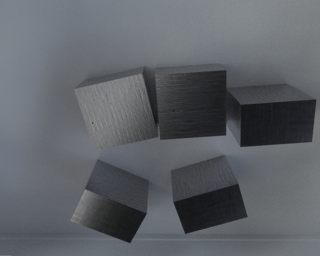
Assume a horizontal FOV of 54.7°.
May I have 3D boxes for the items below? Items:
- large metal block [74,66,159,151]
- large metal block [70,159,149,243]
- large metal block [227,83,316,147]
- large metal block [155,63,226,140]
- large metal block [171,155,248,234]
[{"bbox_3d":[-0.050,-0.025,0.388,0.080,0.050,0.079,-12,110,4],"label":"large metal block"},{"bbox_3d":[-0.063,0.095,0.416,0.080,0.080,0.050,24,108,-9],"label":"large metal block"},{"bbox_3d":[0.129,-0.018,0.377,0.081,0.080,0.050,-4,110,1],"label":"large metal block"},{"bbox_3d":[0.037,-0.034,0.386,0.081,0.050,0.079,-4,110,1],"label":"large metal block"},{"bbox_3d":[0.062,0.086,0.415,0.080,0.080,0.050,-17,109,6],"label":"large metal block"}]
